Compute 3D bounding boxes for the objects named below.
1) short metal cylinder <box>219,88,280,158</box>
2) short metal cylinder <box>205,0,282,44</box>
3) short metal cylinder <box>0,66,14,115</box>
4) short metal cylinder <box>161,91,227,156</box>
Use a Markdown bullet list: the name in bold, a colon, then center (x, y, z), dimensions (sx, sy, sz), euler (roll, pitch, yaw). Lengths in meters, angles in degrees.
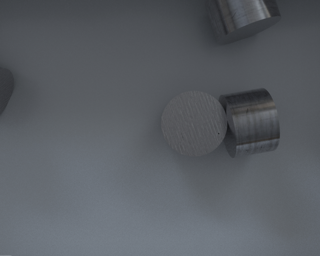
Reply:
- **short metal cylinder**: center (0.108, -0.006, 0.385), dimensions (0.050, 0.080, 0.080), euler (-10, 90, 0)
- **short metal cylinder**: center (0.102, -0.144, 0.385), dimensions (0.080, 0.080, 0.050), euler (-19, 90, 0)
- **short metal cylinder**: center (-0.228, -0.047, 0.381), dimensions (0.050, 0.080, 0.080), euler (25, 90, 0)
- **short metal cylinder**: center (0.041, -0.005, 0.400), dimensions (0.081, 0.050, 0.079), euler (0, 90, -1)
